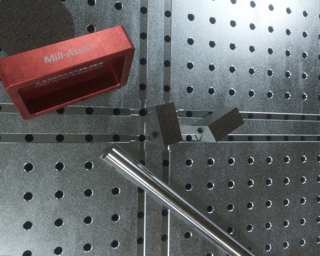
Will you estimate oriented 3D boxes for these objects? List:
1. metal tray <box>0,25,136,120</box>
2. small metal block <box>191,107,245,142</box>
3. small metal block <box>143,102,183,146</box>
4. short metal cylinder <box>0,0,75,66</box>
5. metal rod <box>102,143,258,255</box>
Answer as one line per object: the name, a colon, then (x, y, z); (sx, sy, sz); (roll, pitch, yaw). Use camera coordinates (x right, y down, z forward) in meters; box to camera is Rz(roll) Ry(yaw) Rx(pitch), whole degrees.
metal tray: (-0.097, -0.058, 0.340); (0.131, 0.090, 0.030); (-23, 78, -19)
small metal block: (0.079, -0.005, 0.430); (0.050, 0.050, 0.025); (-33, 101, -17)
small metal block: (0.003, -0.005, 0.401); (0.025, 0.050, 0.050); (-15, 95, -20)
short metal cylinder: (-0.139, -0.105, 0.348); (0.081, 0.050, 0.079); (0, 90, -21)
metal rod: (0.046, 0.122, 0.430); (0.300, 0.025, 0.025); (40, 77, -16)
